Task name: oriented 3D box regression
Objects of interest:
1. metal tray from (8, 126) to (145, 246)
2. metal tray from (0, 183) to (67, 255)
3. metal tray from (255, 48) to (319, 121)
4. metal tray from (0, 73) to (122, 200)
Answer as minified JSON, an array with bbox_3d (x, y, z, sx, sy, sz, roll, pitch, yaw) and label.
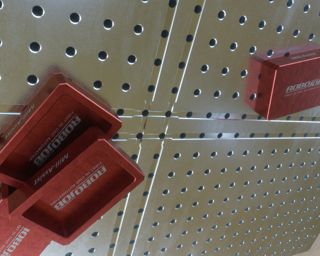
[{"bbox_3d":[-0.094,0.070,0.361,0.130,0.030,0.090,-41,130,-1],"label":"metal tray"},{"bbox_3d":[-0.190,0.137,0.390,0.090,0.030,0.130,34,99,-39],"label":"metal tray"},{"bbox_3d":[0.215,-0.070,0.486,0.131,0.030,0.089,-15,125,-20],"label":"metal tray"},{"bbox_3d":[-0.119,0.015,0.352,0.130,0.030,0.090,-48,130,5],"label":"metal tray"}]
